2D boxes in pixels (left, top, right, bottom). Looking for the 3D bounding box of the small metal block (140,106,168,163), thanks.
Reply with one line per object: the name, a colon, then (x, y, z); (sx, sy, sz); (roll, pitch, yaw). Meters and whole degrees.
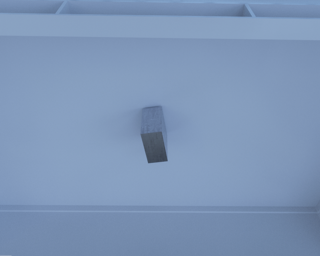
small metal block: (-0.006, 0.009, 0.395); (0.025, 0.050, 0.050); (-7, 129, 6)
